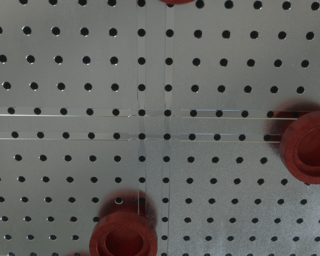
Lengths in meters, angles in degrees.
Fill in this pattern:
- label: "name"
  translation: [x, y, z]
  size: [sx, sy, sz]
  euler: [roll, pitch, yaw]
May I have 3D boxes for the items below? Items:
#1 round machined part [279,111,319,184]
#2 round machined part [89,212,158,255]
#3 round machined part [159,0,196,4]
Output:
- label: "round machined part"
  translation: [0.209, 0.023, 0.416]
  size: [0.099, 0.042, 0.097]
  euler: [0, 110, -1]
- label: "round machined part"
  translation: [-0.053, 0.166, 0.465]
  size: [0.099, 0.042, 0.097]
  euler: [0, 110, -1]
- label: "round machined part"
  translation: [0.020, -0.186, 0.336]
  size: [0.099, 0.042, 0.097]
  euler: [0, 110, -1]
